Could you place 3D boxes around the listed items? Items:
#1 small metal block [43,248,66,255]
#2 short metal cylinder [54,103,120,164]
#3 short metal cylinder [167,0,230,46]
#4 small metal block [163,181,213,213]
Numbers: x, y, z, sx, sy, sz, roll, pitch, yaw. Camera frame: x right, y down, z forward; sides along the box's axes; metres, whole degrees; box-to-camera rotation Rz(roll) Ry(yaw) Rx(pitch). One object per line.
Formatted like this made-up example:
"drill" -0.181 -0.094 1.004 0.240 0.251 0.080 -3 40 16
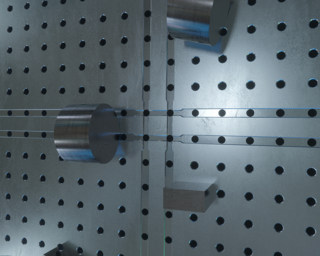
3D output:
"small metal block" -0.156 0.221 0.468 0.050 0.025 0.050 24 98 18
"short metal cylinder" -0.096 0.007 0.417 0.050 0.080 0.080 0 90 20
"short metal cylinder" 0.048 -0.142 0.366 0.050 0.080 0.080 17 96 19
"small metal block" 0.036 0.084 0.386 0.050 0.050 0.025 1 90 20
